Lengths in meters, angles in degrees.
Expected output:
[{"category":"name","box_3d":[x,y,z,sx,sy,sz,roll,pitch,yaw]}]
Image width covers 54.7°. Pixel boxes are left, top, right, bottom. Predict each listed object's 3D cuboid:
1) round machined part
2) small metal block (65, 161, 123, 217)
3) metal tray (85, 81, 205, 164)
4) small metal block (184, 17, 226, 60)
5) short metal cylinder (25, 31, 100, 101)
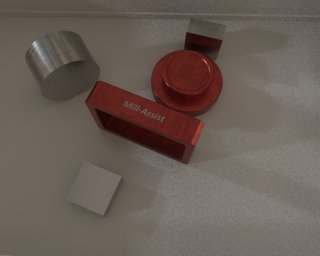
[{"category":"round machined part","box_3d":[0.037,-0.067,0.426,0.099,0.042,0.098,0,70,-1]},{"category":"small metal block","box_3d":[-0.079,0.075,0.381,0.050,0.025,0.050,22,71,7]},{"category":"metal tray","box_3d":[-0.018,-0.003,0.376,0.131,0.090,0.030,22,72,7]},{"category":"small metal block","box_3d":[0.063,-0.126,0.443,0.050,0.050,0.025,14,71,5]},{"category":"short metal cylinder","box_3d":[-0.127,-0.080,0.408,0.080,0.080,0.050,-29,73,-10]}]
